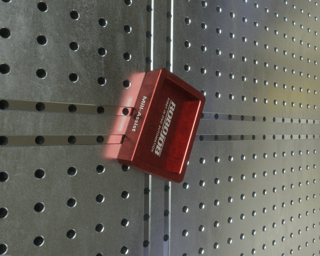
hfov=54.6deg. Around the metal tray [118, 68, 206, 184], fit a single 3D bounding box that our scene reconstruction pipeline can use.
[{"bbox_3d":[0.007,-0.002,0.410,0.090,0.030,0.130,28,73,-37],"label":"metal tray"}]
